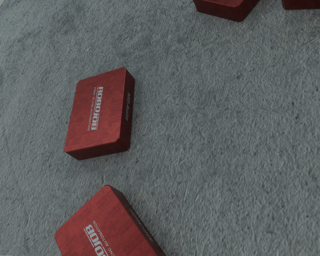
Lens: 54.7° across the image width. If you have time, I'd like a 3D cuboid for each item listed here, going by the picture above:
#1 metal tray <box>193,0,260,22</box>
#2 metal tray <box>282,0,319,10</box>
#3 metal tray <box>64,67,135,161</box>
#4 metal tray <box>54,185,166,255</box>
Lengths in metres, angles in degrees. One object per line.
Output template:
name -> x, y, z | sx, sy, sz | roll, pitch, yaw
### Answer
metal tray -> 0.123, -0.228, 0.476 | 0.090, 0.030, 0.130 | 32, 79, 38
metal tray -> 0.226, -0.219, 0.415 | 0.090, 0.030, 0.130 | 12, 68, 33
metal tray -> -0.087, -0.022, 0.460 | 0.090, 0.030, 0.130 | -12, 56, 21
metal tray -> -0.054, 0.139, 0.344 | 0.090, 0.030, 0.130 | -43, 51, -2
